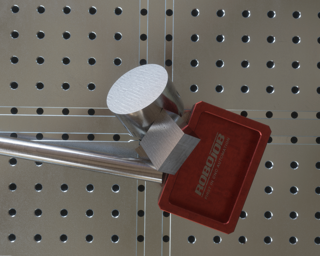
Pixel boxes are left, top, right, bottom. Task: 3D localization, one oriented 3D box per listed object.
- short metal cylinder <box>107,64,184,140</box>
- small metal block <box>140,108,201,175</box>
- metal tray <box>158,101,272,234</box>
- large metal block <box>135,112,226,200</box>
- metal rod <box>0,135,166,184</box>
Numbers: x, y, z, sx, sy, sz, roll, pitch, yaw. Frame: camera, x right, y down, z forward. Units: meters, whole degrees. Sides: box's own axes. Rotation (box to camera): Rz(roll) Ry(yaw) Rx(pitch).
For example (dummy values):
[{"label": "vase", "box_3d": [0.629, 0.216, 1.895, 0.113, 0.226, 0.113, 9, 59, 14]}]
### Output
[{"label": "short metal cylinder", "box_3d": [-0.017, -0.032, 0.379, 0.080, 0.080, 0.050, -35, 133, 0]}, {"label": "small metal block", "box_3d": [0.010, 0.015, 0.341, 0.025, 0.050, 0.050, 21, 111, -39]}, {"label": "metal tray", "box_3d": [0.061, 0.044, 0.359, 0.090, 0.030, 0.129, 21, 90, 0]}, {"label": "large metal block", "box_3d": [0.025, 0.035, 0.400, 0.080, 0.050, 0.080, -35, 90, 0]}, {"label": "metal rod", "box_3d": [-0.142, 0.031, 0.382, 0.301, 0.025, 0.025, 8, 90, 11]}]
